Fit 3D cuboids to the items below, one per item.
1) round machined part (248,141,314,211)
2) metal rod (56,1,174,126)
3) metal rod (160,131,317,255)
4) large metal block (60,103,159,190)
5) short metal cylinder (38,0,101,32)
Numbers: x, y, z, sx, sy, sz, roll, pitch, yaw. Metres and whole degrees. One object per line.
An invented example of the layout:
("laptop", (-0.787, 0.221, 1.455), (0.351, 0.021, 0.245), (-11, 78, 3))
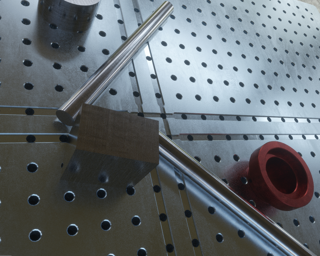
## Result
("round machined part", (0.168, 0.071, 0.447), (0.099, 0.042, 0.098), (14, 56, -21))
("metal rod", (-0.048, -0.111, 0.451), (0.025, 0.025, 0.301), (36, 51, -5))
("metal rod", (0.097, 0.096, 0.403), (0.300, 0.025, 0.025), (39, 51, -3))
("large metal block", (-0.054, 0.024, 0.330), (0.081, 0.080, 0.050), (13, 56, -22))
("short metal cylinder", (-0.126, -0.183, 0.437), (0.081, 0.050, 0.080), (14, 56, -21))
